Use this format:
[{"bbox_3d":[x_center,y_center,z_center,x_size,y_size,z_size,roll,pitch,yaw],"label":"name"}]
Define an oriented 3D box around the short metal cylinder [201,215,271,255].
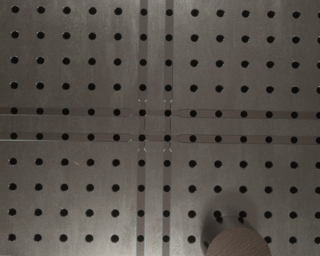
[{"bbox_3d":[0.096,0.161,0.402,0.081,0.050,0.079,0,90,-1],"label":"short metal cylinder"}]
